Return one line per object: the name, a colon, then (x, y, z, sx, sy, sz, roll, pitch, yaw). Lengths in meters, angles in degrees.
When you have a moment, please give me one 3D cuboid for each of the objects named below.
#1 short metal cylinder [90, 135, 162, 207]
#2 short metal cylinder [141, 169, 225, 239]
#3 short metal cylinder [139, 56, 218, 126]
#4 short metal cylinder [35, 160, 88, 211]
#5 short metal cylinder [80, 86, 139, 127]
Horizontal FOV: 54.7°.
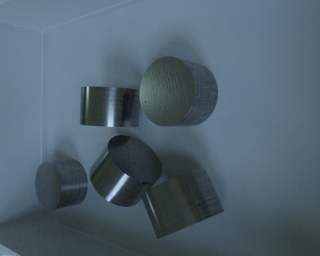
short metal cylinder: (-0.044, 0.055, 0.408, 0.080, 0.081, 0.050, 52, 121, 27)
short metal cylinder: (0.025, 0.086, 0.350, 0.080, 0.081, 0.050, -35, 68, 34)
short metal cylinder: (0.022, -0.042, 0.373, 0.080, 0.050, 0.080, 0, 90, 40)
short metal cylinder: (-0.169, 0.096, 0.531, 0.080, 0.050, 0.080, 0, 90, 40)
short metal cylinder: (-0.069, -0.028, 0.428, 0.080, 0.081, 0.050, 5, 93, 40)
